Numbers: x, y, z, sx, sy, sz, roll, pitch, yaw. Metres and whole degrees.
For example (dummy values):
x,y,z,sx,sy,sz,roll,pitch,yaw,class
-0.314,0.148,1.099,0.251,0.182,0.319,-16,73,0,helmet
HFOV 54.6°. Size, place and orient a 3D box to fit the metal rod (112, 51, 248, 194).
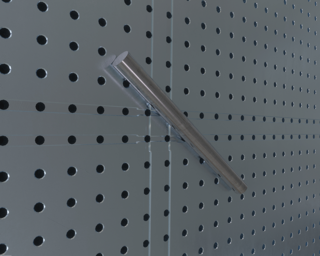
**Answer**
x,y,z,sx,sy,sz,roll,pitch,yaw,class
0.044,0.009,0.444,0.300,0.025,0.025,45,63,-31,metal rod
